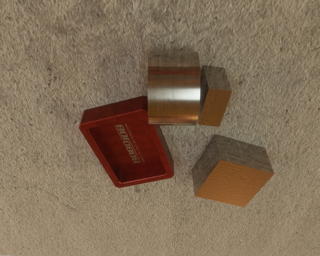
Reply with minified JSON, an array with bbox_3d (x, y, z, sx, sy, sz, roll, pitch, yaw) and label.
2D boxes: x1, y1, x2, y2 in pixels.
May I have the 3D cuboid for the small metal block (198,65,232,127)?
[{"bbox_3d":[0.060,-0.037,0.360,0.025,0.050,0.050,6,130,-5],"label":"small metal block"}]

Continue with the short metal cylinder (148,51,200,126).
[{"bbox_3d":[0.013,-0.042,0.335,0.050,0.080,0.079,0,130,0],"label":"short metal cylinder"}]

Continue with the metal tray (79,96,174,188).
[{"bbox_3d":[-0.040,0.024,0.424,0.090,0.030,0.129,-13,129,10],"label":"metal tray"}]

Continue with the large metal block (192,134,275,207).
[{"bbox_3d":[0.101,0.063,0.446,0.081,0.050,0.079,15,128,-13],"label":"large metal block"}]
